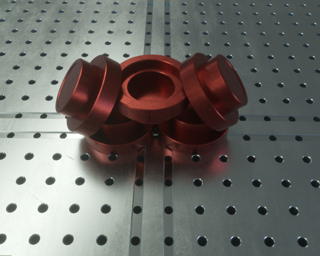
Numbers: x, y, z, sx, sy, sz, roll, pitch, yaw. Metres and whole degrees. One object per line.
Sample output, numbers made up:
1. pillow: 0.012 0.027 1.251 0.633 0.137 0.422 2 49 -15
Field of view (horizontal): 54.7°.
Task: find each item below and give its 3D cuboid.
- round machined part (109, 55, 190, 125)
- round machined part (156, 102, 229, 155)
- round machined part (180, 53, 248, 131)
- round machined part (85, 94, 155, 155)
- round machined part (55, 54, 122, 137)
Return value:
1. round machined part: -0.010 -0.043 0.376 0.099 0.042 0.098 0 50 0
2. round machined part: 0.043 -0.016 0.410 0.099 0.042 0.098 0 50 0
3. round machined part: 0.070 -0.049 0.372 0.042 0.098 0.098 -29 42 30
4. round machined part: -0.055 -0.016 0.409 0.099 0.042 0.098 0 50 0
5. round machined part: -0.089 -0.042 0.365 0.042 0.098 0.098 23 42 -32
